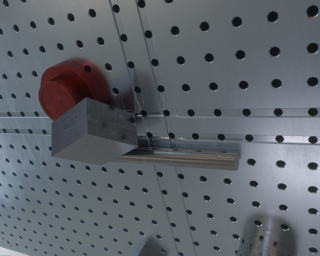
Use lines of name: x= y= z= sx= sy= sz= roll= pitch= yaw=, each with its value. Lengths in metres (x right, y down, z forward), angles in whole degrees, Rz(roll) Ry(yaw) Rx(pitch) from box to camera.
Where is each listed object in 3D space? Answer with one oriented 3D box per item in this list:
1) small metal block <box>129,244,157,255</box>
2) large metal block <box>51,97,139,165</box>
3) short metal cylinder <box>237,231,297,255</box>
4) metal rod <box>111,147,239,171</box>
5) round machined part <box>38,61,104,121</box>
small metal block: x=-0.029 y=0.254 z=0.584 sx=0.050 sy=0.025 sz=0.050 roll=43 pitch=129 yaw=-2
large metal block: x=-0.088 y=0.009 z=0.418 sx=0.080 sy=0.080 sz=0.050 roll=-28 pitch=59 yaw=35
short metal cylinder: x=0.148 y=0.194 z=0.437 sx=0.080 sy=0.050 sz=0.079 roll=13 pitch=124 yaw=21
metal rod: x=-0.037 y=0.040 z=0.455 sx=0.300 sy=0.025 sz=0.025 roll=1 pitch=119 yaw=28
round machined part: x=-0.133 y=-0.042 z=0.444 sx=0.098 sy=0.042 sz=0.097 roll=13 pitch=124 yaw=20
